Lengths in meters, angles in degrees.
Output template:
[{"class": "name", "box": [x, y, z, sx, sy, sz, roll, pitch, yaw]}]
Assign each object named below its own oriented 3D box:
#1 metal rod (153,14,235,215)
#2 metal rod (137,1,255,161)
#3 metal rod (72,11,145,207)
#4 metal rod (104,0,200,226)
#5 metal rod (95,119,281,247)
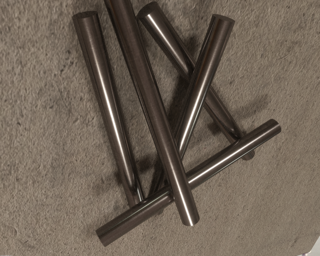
[{"class": "metal rod", "box": [0.030, 0.005, 0.405, 0.025, 0.025, 0.298, -2, 126, -28]}, {"class": "metal rod", "box": [0.066, -0.040, 0.419, 0.025, 0.025, 0.300, -43, 130, 1]}, {"class": "metal rod", "box": [-0.052, 0.010, 0.385, 0.025, 0.025, 0.298, -22, 127, -16]}, {"class": "metal rod", "box": [-0.002, -0.005, 0.362, 0.025, 0.025, 0.298, -25, 115, -14]}, {"class": "metal rod", "box": [0.049, 0.070, 0.438, 0.302, 0.025, 0.025, -30, 129, -14]}]
